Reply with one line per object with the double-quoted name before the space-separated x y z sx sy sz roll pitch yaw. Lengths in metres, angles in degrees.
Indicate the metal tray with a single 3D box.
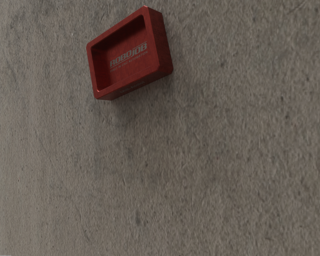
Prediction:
"metal tray" -0.048 -0.100 0.438 0.130 0.030 0.090 -18 79 38
